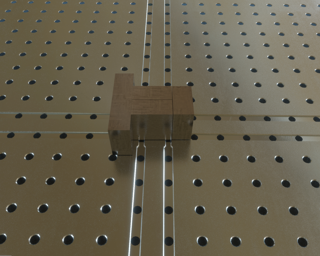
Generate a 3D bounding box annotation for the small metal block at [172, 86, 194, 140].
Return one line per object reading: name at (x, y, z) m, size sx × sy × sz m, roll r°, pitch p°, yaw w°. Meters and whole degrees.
small metal block at (0.028, -0.020, 0.407) m, size 0.025 × 0.050 × 0.050 m, roll 0°, pitch 50°, yaw 0°

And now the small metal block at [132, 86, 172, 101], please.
small metal block at (-0.010, -0.029, 0.415) m, size 0.050 × 0.050 × 0.025 m, roll 0°, pitch 50°, yaw -1°

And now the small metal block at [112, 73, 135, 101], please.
small metal block at (-0.048, -0.039, 0.423) m, size 0.025 × 0.050 × 0.050 m, roll 0°, pitch 50°, yaw 0°

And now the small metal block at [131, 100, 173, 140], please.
small metal block at (-0.010, -0.010, 0.399) m, size 0.050 × 0.050 × 0.025 m, roll 0°, pitch 50°, yaw -1°

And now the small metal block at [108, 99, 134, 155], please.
small metal block at (-0.048, -0.001, 0.390) m, size 0.025 × 0.050 × 0.050 m, roll 0°, pitch 50°, yaw 0°
